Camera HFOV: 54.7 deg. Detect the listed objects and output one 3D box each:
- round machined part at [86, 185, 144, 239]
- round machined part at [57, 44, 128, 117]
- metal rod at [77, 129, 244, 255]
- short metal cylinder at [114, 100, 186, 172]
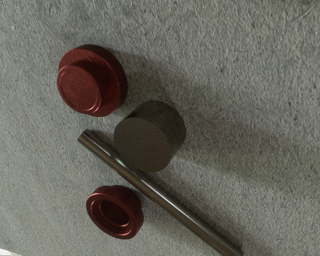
[{"bbox_3d":[-0.070,0.134,0.516,0.098,0.042,0.097,13,124,21],"label":"round machined part"},{"bbox_3d":[-0.096,-0.057,0.411,0.098,0.042,0.097,13,124,21],"label":"round machined part"},{"bbox_3d":[-0.001,0.103,0.471,0.300,0.025,0.025,38,129,2],"label":"metal rod"},{"bbox_3d":[-0.012,0.011,0.404,0.080,0.050,0.079,13,124,21],"label":"short metal cylinder"}]
